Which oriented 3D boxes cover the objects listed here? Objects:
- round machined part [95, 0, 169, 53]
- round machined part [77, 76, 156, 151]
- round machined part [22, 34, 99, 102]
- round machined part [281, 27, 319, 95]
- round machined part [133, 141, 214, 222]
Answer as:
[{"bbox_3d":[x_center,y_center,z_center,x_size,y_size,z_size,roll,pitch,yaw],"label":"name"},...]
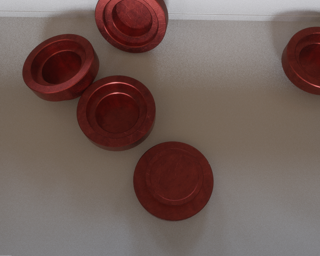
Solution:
[{"bbox_3d":[-0.037,-0.157,0.432,0.099,0.097,0.042,9,48,3],"label":"round machined part"},{"bbox_3d":[-0.055,-0.016,0.406,0.099,0.042,0.098,0,70,-1],"label":"round machined part"},{"bbox_3d":[-0.129,-0.076,0.419,0.098,0.042,0.098,-5,62,9],"label":"round machined part"},{"bbox_3d":[0.220,-0.090,0.436,0.099,0.042,0.098,0,70,-1],"label":"round machined part"},{"bbox_3d":[0.017,0.062,0.378,0.099,0.042,0.098,0,70,-1],"label":"round machined part"}]
